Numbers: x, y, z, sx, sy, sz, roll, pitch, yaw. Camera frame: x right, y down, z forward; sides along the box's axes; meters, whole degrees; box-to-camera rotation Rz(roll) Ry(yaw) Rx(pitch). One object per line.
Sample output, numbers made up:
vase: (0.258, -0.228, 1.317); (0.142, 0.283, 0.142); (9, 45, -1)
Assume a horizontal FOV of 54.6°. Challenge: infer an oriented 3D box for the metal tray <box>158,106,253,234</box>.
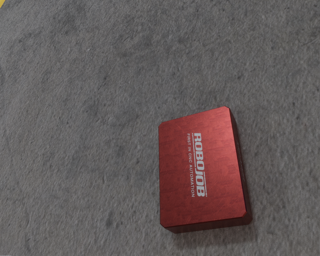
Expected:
metal tray: (0.046, 0.045, 0.350); (0.090, 0.030, 0.130); (-14, 56, 20)
